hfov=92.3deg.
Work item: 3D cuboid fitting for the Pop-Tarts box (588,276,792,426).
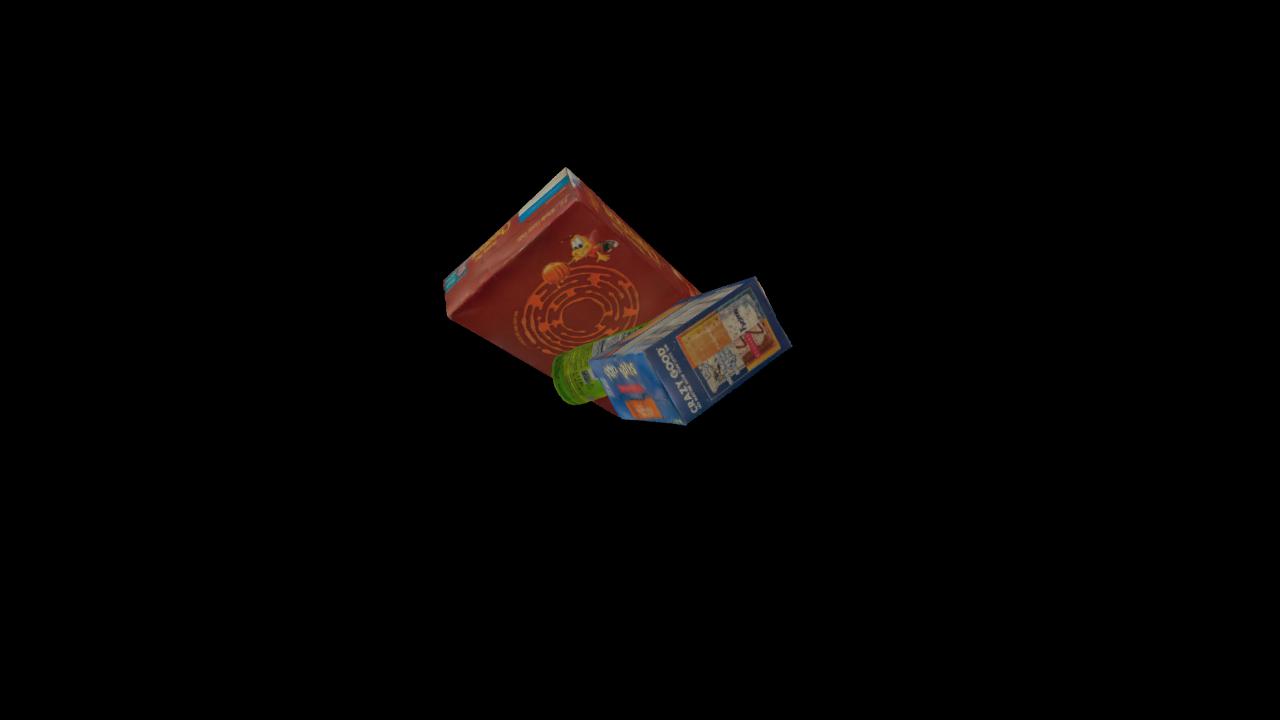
[{"bbox_3d":[0.045,-0.006,0.639,0.141,0.083,0.167,-34,9,-21],"label":"Pop-Tarts box"}]

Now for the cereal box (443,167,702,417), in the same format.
[{"bbox_3d":[-0.055,-0.064,0.761,0.203,0.081,0.306,-38,-46,19],"label":"cereal box"}]

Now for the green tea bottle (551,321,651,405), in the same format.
[{"bbox_3d":[-0.003,-0.003,0.716,0.212,0.073,0.073,-17,-8,28],"label":"green tea bottle"}]
